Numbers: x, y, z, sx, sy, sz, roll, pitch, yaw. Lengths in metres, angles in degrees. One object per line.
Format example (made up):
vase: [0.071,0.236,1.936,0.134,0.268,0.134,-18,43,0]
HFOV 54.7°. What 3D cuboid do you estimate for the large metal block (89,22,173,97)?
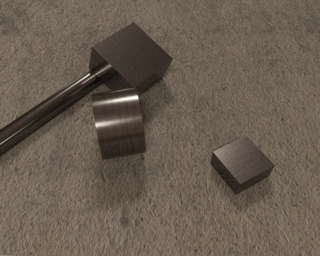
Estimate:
large metal block: [-0.043,-0.093,0.448,0.080,0.050,0.080,45,60,6]

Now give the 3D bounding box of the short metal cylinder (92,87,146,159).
short metal cylinder: [-0.049,-0.006,0.372,0.050,0.080,0.080,-10,51,-8]

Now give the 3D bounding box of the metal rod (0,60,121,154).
metal rod: [-0.156,-0.023,0.420,0.025,0.025,0.301,32,57,24]

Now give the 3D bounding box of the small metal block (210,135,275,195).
small metal block: [0.097,0.043,0.368,0.050,0.025,0.050,-23,54,-19]
